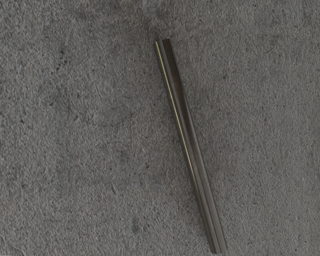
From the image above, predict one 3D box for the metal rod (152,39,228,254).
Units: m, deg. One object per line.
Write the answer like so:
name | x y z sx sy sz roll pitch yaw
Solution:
metal rod | 0.043 0.029 0.424 0.025 0.025 0.299 -18 96 -19
